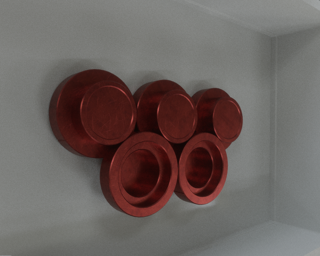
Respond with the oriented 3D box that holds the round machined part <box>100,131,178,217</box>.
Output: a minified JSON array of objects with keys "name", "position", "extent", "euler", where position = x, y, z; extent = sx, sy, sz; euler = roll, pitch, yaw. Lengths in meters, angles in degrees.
[{"name":"round machined part","position":[-0.028,0.052,0.369],"extent":[0.099,0.042,0.097],"euler":[0,90,-40]}]

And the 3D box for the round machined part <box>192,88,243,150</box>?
[{"name":"round machined part","position":[0.087,-0.012,0.465],"extent":[0.099,0.042,0.097],"euler":[1,89,-39]}]

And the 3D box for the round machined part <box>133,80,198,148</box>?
[{"name":"round machined part","position":[0.010,-0.014,0.401],"extent":[0.099,0.042,0.097],"euler":[1,89,-39]}]

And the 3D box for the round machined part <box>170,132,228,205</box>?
[{"name":"round machined part","position":[0.047,0.054,0.433],"extent":[0.099,0.042,0.097],"euler":[0,90,-40]}]

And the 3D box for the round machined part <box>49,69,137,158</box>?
[{"name":"round machined part","position":[-0.065,-0.015,0.338],"extent":[0.099,0.042,0.097],"euler":[1,89,-41]}]
